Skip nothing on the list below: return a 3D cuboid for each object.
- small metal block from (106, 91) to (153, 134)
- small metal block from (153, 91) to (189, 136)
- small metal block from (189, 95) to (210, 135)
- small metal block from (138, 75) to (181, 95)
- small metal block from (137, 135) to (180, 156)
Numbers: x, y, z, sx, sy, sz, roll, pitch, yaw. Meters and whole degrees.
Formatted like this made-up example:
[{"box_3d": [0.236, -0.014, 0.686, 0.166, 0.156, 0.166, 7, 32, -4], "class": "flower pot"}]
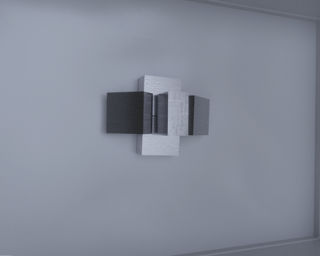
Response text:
[{"box_3d": [-0.037, -0.018, 0.380, 0.050, 0.025, 0.050, 1, 90, 23], "class": "small metal block"}, {"box_3d": [0.012, -0.016, 0.372, 0.025, 0.050, 0.050, 1, 90, -21], "class": "small metal block"}, {"box_3d": [0.044, -0.016, 0.412, 0.050, 0.025, 0.050, 2, 90, -59], "class": "small metal block"}, {"box_3d": [-0.001, -0.040, 0.407, 0.050, 0.025, 0.050, 3, 89, -21], "class": "small metal block"}, {"box_3d": [-0.002, 0.010, 0.407, 0.050, 0.025, 0.050, 3, 89, -20], "class": "small metal block"}]
